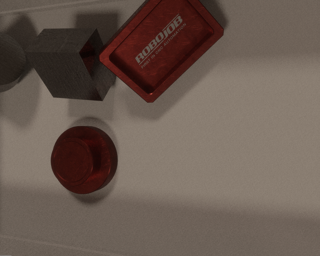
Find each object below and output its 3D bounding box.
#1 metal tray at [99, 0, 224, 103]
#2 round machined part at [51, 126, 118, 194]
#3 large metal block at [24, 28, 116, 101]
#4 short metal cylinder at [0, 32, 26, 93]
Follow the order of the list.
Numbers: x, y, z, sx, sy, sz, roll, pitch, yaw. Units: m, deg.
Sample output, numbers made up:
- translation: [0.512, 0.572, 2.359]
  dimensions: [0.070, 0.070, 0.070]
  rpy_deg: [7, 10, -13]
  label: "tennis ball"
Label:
- translation: [0.000, -0.105, 0.381]
  dimensions: [0.130, 0.030, 0.090]
  rpy_deg: [-43, 114, 14]
  label: "metal tray"
- translation: [-0.114, 0.046, 0.440]
  dimensions: [0.098, 0.042, 0.097]
  rpy_deg: [0, 90, 19]
  label: "round machined part"
- translation: [-0.116, -0.084, 0.414]
  dimensions: [0.080, 0.080, 0.050]
  rpy_deg: [6, 52, 20]
  label: "large metal block"
- translation: [-0.246, -0.096, 0.459]
  dimensions: [0.050, 0.081, 0.080]
  rpy_deg: [-14, 84, 58]
  label: "short metal cylinder"
